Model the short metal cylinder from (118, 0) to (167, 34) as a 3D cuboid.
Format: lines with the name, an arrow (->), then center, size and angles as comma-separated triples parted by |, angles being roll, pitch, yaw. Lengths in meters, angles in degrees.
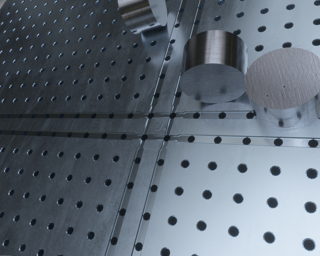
short metal cylinder -> -0.027, -0.201, 0.511 | 0.050, 0.080, 0.080 | -10, 58, 23

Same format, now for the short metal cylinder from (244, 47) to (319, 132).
short metal cylinder -> 0.140, -0.042, 0.345 | 0.080, 0.050, 0.080 | -13, 56, 21

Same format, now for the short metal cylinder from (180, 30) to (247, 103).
short metal cylinder -> 0.067, -0.073, 0.383 | 0.080, 0.080, 0.050 | -6, 59, 25
